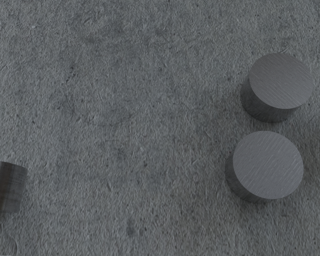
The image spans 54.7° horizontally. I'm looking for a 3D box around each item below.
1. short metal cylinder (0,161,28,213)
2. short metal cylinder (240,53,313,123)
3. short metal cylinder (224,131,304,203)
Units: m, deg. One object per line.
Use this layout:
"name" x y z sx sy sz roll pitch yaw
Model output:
"short metal cylinder" -0.199 0.067 0.353 0.080 0.080 0.050 4 70 1
"short metal cylinder" 0.153 -0.052 0.415 0.081 0.050 0.080 0 70 0
"short metal cylinder" 0.124 0.049 0.378 0.081 0.050 0.080 0 70 0
